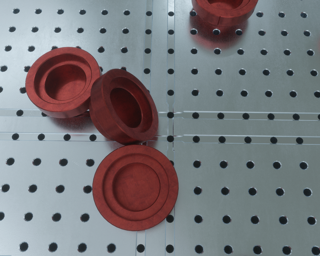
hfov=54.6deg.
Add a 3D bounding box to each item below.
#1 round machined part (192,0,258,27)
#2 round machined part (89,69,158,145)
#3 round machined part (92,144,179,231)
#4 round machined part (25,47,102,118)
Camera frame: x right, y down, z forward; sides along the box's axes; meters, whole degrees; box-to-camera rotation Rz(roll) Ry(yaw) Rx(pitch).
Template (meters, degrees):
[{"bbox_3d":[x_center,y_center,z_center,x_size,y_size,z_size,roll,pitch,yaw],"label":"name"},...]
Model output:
[{"bbox_3d":[0.097,-0.195,0.475,0.099,0.042,0.098,0,70,0],"label":"round machined part"},{"bbox_3d":[-0.050,-0.022,0.391,0.042,0.099,0.098,-27,67,31],"label":"round machined part"},{"bbox_3d":[-0.028,0.071,0.373,0.099,0.042,0.098,0,77,-1],"label":"round machined part"},{"bbox_3d":[-0.125,-0.057,0.421,0.098,0.042,0.098,-1,68,3],"label":"round machined part"}]
